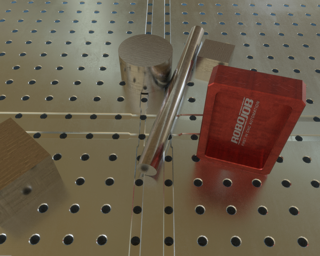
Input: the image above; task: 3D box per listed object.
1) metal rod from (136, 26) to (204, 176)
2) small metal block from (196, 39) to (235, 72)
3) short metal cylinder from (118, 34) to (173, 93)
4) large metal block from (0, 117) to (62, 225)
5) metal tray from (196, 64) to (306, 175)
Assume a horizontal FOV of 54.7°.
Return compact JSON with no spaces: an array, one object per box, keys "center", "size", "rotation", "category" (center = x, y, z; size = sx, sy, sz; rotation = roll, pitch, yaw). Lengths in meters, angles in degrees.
[{"center":[0.025,-0.061,0.459],"size":[0.025,0.025,0.300],"rotation":[13,51,10],"category":"metal rod"},{"center":[0.091,-0.117,0.507],"size":[0.050,0.025,0.050],"rotation":[17,52,13],"category":"small metal block"},{"center":[-0.021,-0.100,0.475],"size":[0.081,0.050,0.080],"rotation":[0,50,0],"category":"short metal cylinder"},{"center":[-0.175,0.046,0.350],"size":[0.080,0.050,0.080],"rotation":[35,58,25],"category":"large metal block"},{"center":[0.093,-0.003,0.343],"size":[0.090,0.129,0.030],"rotation":[13,52,10],"category":"metal tray"}]
